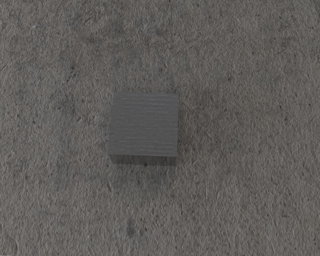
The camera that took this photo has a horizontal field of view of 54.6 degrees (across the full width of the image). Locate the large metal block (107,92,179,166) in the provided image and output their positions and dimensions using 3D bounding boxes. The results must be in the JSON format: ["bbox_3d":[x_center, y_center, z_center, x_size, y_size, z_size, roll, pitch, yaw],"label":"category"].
[{"bbox_3d":[-0.019,0.002,0.394,0.080,0.050,0.080,2,70,1],"label":"large metal block"}]
